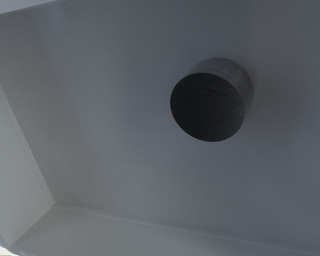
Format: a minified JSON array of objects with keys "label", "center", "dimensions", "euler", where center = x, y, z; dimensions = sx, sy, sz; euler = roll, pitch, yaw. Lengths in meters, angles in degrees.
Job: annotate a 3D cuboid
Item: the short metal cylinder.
[{"label":"short metal cylinder","center":[0.058,-0.032,0.343],"dimensions":[0.080,0.050,0.080],"euler":[13,124,21]}]
